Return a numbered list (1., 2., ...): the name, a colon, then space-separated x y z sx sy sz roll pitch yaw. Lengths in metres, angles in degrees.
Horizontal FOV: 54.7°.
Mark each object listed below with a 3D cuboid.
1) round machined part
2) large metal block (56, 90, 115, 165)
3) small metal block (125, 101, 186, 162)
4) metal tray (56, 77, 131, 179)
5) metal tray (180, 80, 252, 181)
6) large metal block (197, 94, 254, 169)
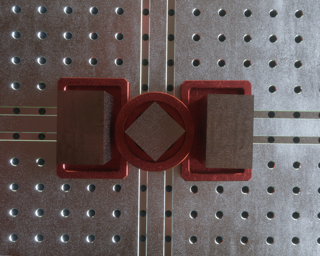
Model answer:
1. round machined part: -0.006 0.005 0.396 0.099 0.042 0.097 0 90 0
2. large metal block: -0.085 -0.001 0.372 0.050 0.080 0.080 1 90 0
3. small metal block: -0.006 0.004 0.372 0.050 0.025 0.050 45 90 0
4. metal tray: -0.086 0.000 0.409 0.091 0.030 0.129 1 90 0
5. metal tray: 0.073 0.003 0.410 0.091 0.030 0.129 0 90 0
6. large metal block: 0.075 0.003 0.373 0.050 0.080 0.080 2 90 0
